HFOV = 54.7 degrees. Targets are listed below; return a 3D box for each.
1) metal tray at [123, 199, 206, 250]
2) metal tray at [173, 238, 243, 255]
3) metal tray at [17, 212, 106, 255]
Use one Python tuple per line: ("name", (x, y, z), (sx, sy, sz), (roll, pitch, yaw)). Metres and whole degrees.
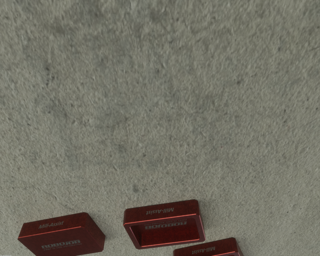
("metal tray", (0.010, 0.174, 0.552), (0.131, 0.030, 0.090), (-10, 130, 8))
("metal tray", (0.103, 0.273, 0.638), (0.130, 0.030, 0.090), (-17, 128, 14))
("metal tray", (-0.180, 0.204, 0.575), (0.131, 0.030, 0.090), (-13, 129, 10))
